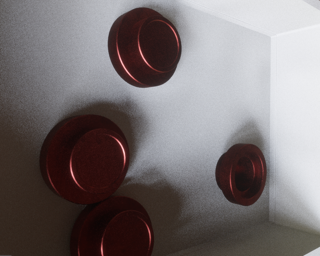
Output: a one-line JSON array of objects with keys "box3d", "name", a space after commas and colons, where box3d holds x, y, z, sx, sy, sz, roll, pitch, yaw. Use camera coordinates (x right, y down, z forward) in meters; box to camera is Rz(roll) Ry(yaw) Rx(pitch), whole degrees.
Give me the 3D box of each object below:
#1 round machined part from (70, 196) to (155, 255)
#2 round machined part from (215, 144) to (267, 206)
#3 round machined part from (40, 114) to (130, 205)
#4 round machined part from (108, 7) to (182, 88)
[{"box3d": [-0.045, 0.126, 0.348, 0.099, 0.042, 0.098, 10, 75, -39], "name": "round machined part"}, {"box3d": [0.128, 0.073, 0.502, 0.099, 0.042, 0.097, 0, 90, -40], "name": "round machined part"}, {"box3d": [-0.073, 0.034, 0.334, 0.099, 0.042, 0.097, 0, 90, -40], "name": "round machined part"}, {"box3d": [-0.011, -0.100, 0.386, 0.099, 0.042, 0.097, 0, 90, -40], "name": "round machined part"}]
